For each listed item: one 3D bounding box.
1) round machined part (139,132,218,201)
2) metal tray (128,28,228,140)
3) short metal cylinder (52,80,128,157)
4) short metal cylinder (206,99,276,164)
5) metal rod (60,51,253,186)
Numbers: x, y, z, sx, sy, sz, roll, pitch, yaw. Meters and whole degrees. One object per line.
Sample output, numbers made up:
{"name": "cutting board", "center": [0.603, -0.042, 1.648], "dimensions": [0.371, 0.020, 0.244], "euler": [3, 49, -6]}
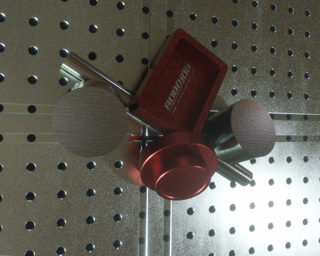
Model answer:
{"name": "round machined part", "center": [0.025, 0.054, 0.384], "dimensions": [0.099, 0.042, 0.097], "euler": [-6, 134, -7]}
{"name": "metal tray", "center": [0.028, -0.054, 0.404], "dimensions": [0.090, 0.030, 0.130], "euler": [34, 66, -17]}
{"name": "short metal cylinder", "center": [-0.079, -0.012, 0.358], "dimensions": [0.081, 0.050, 0.079], "euler": [-3, 107, -9]}
{"name": "short metal cylinder", "center": [0.112, 0.006, 0.428], "dimensions": [0.081, 0.050, 0.080], "euler": [11, 68, -28]}
{"name": "metal rod", "center": [0.008, -0.003, 0.415], "dimensions": [0.301, 0.025, 0.025], "euler": [33, 79, -17]}
